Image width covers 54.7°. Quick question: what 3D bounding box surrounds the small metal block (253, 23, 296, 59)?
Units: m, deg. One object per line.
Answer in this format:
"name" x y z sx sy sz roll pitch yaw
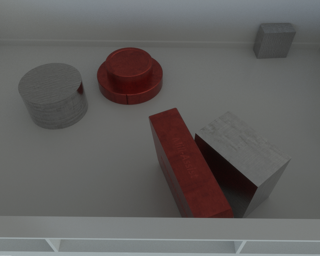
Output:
"small metal block" 0.188 -0.143 0.512 0.050 0.050 0.025 -3 50 -3

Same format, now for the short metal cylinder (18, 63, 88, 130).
"short metal cylinder" -0.144 -0.044 0.424 0.081 0.050 0.080 0 50 0

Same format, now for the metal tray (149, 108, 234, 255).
"metal tray" 0.028 0.054 0.312 0.030 0.090 0.130 -19 50 -7

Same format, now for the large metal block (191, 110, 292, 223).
"large metal block" 0.081 0.042 0.335 0.050 0.080 0.080 -32 57 -24

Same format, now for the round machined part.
"round machined part" -0.045 -0.084 0.464 0.099 0.042 0.098 0 50 0
